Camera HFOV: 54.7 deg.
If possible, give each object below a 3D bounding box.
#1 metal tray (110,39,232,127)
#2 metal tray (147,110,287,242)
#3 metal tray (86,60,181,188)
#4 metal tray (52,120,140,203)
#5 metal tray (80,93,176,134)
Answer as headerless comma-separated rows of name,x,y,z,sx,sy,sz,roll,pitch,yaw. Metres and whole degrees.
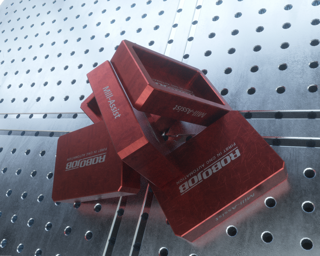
metal tray,0.016,-0.049,0.362,0.030,0.131,0.090,-53,46,28
metal tray,0.058,0.050,0.342,0.130,0.030,0.090,-35,51,4
metal tray,-0.030,-0.006,0.345,0.030,0.090,0.130,-33,52,6
metal tray,-0.082,0.043,0.389,0.130,0.030,0.090,-17,65,36
metal tray,-0.048,-0.025,0.443,0.090,0.030,0.130,-45,51,-4
